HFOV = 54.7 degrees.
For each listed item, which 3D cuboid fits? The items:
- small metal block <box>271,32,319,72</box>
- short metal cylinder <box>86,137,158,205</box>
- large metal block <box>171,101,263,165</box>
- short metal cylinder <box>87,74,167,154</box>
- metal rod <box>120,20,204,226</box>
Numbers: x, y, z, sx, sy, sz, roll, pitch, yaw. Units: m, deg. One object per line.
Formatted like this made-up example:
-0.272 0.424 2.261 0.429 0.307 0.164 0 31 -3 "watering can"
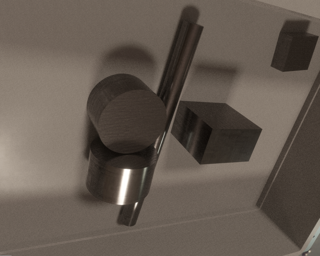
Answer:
0.195 -0.111 0.449 0.050 0.025 0.050 -9 122 -24 "small metal block"
-0.047 0.048 0.378 0.081 0.080 0.050 -1 119 -28 "short metal cylinder"
0.073 0.004 0.418 0.081 0.080 0.050 0 118 -29 "large metal block"
-0.039 -0.017 0.362 0.081 0.050 0.079 -14 125 -21 "short metal cylinder"
-0.005 0.010 0.413 0.025 0.025 0.298 4 116 -31 "metal rod"
